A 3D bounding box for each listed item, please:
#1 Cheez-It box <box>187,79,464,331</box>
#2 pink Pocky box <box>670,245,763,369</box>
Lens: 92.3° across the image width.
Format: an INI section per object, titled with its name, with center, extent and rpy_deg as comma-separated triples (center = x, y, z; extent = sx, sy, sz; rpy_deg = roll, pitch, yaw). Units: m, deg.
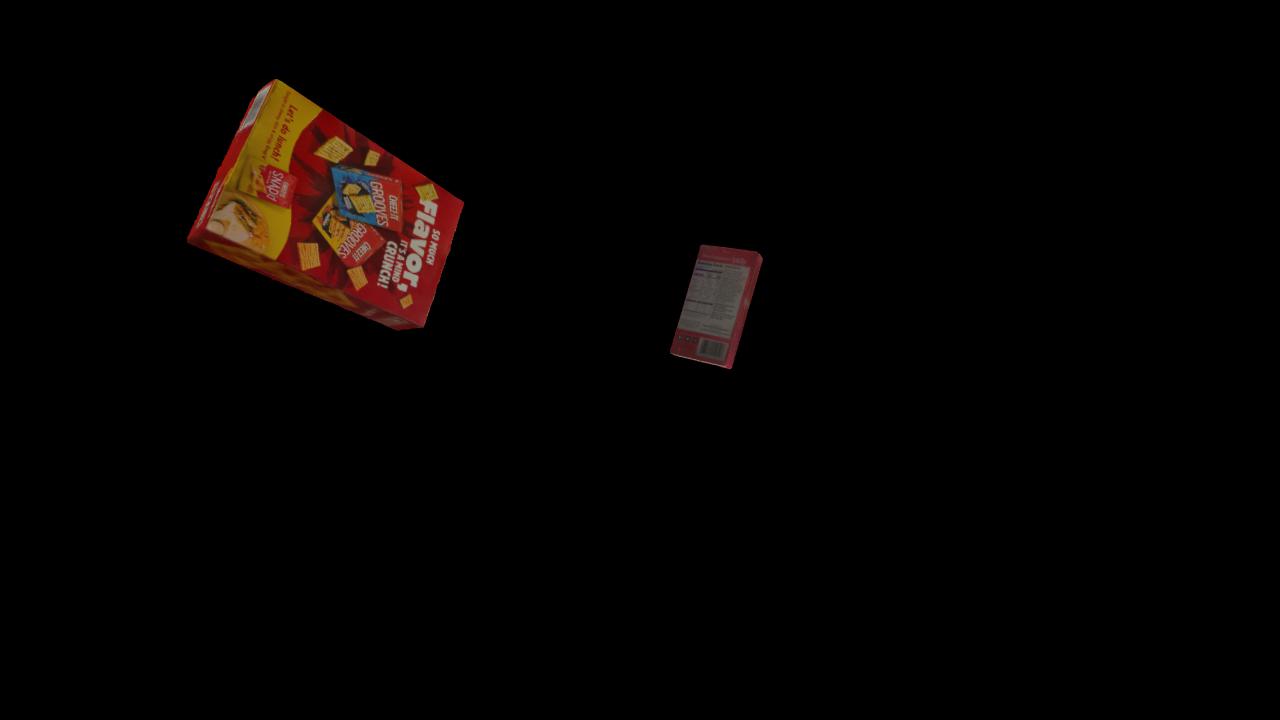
[Cheez-It box]
center = -0.311, -0.148, 0.645
extent = 0.071, 0.166, 0.223
rpy_deg = -2, -22, 41
[pink Pocky box]
center = 0.100, -0.072, 0.809
extent = 0.084, 0.155, 0.029
rpy_deg = 14, -4, 30
